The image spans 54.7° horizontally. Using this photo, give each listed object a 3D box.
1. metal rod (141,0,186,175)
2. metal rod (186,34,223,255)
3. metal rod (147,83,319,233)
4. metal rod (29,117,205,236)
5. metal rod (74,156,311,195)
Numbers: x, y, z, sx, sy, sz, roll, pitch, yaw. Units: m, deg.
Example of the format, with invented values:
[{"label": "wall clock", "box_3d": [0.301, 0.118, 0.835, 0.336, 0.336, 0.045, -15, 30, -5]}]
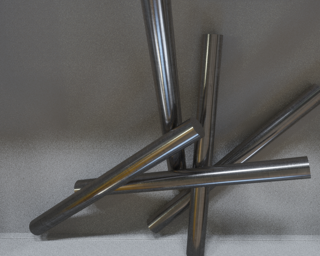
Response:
[{"label": "metal rod", "box_3d": [0.009, -0.029, 0.335, 0.025, 0.025, 0.298, -7, 135, 2]}, {"label": "metal rod", "box_3d": [0.056, 0.033, 0.404, 0.025, 0.025, 0.298, 2, 103, -1]}, {"label": "metal rod", "box_3d": [0.097, 0.050, 0.430, 0.299, 0.025, 0.025, -42, 105, 14]}, {"label": "metal rod", "box_3d": [-0.072, 0.073, 0.395, 0.299, 0.025, 0.025, -34, 108, 26]}, {"label": "metal rod", "box_3d": [0.025, 0.065, 0.393, 0.301, 0.025, 0.025, -9, 111, 20]}]
